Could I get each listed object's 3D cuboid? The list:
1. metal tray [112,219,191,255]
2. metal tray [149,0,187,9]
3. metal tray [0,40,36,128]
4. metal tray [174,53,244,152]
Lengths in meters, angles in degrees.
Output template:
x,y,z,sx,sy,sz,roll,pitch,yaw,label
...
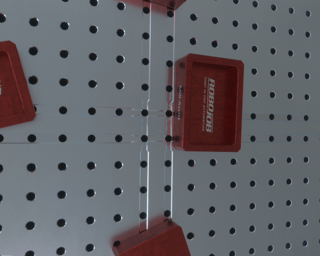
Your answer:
x,y,z,sx,sy,sz,roll,pitch,yaw,label
0.002,0.201,0.411,0.091,0.030,0.129,-20,97,-19,metal tray
0.000,-0.236,0.409,0.091,0.030,0.129,10,87,-20,metal tray
-0.212,-0.036,0.331,0.131,0.030,0.090,-16,95,-19,metal tray
0.069,-0.032,0.434,0.091,0.030,0.129,3,89,-20,metal tray
